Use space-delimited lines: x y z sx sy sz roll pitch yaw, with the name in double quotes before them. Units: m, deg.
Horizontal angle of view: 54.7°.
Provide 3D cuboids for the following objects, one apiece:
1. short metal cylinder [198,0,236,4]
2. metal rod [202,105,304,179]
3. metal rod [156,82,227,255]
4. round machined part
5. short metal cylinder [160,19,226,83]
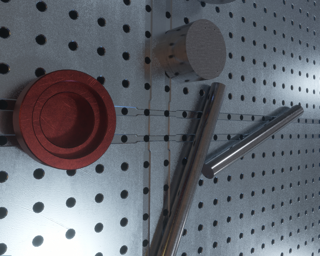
"short metal cylinder" 0.082 -0.221 0.441 0.081 0.080 0.050 13 82 -39
"metal rod" 0.181 0.015 0.560 0.302 0.025 0.025 -25 106 -37
"metal rod" 0.044 0.070 0.446 0.025 0.025 0.299 31 71 -36
"round machined part" -0.098 -0.008 0.316 0.099 0.042 0.097 0 90 -40
"short metal cylinder" 0.047 -0.105 0.432 0.081 0.050 0.080 0 90 -40
